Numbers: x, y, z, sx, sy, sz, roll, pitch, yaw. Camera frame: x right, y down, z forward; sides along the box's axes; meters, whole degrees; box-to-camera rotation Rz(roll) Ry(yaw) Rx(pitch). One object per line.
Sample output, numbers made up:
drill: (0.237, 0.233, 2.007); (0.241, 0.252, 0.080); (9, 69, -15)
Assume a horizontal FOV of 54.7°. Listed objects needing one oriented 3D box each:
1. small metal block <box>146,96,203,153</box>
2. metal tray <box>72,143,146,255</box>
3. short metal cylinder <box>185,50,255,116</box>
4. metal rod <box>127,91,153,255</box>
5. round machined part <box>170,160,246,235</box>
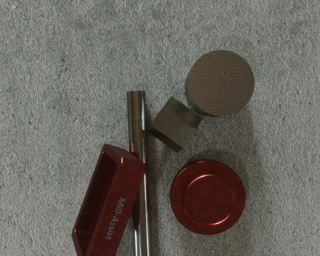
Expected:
small metal block: (0.019, -0.004, 0.401); (0.050, 0.025, 0.050); (36, 67, -1)
metal tray: (-0.065, 0.091, 0.374); (0.030, 0.090, 0.129); (20, 90, -25)
short metal cylinder: (0.074, -0.055, 0.398); (0.081, 0.050, 0.079); (0, 90, -1)
metal rod: (-0.025, 0.101, 0.409); (0.025, 0.025, 0.298); (-3, 90, -1)
round machined part: (0.063, 0.091, 0.402); (0.099, 0.042, 0.097); (0, 90, -1)
